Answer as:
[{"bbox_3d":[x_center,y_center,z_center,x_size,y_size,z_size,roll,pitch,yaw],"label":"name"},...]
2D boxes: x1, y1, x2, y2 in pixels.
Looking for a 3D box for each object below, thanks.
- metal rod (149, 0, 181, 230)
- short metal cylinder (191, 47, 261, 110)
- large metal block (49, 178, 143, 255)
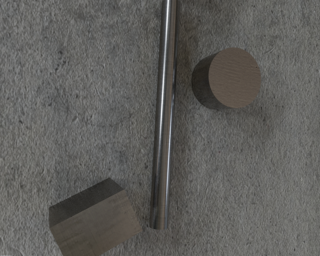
[{"bbox_3d":[0.007,-0.019,0.411,0.025,0.025,0.298,4,89,-20],"label":"metal rod"},{"bbox_3d":[0.091,-0.066,0.429,0.081,0.050,0.080,0,90,-20],"label":"short metal cylinder"},{"bbox_3d":[-0.076,0.103,0.352,0.081,0.080,0.050,-25,99,-18],"label":"large metal block"}]
